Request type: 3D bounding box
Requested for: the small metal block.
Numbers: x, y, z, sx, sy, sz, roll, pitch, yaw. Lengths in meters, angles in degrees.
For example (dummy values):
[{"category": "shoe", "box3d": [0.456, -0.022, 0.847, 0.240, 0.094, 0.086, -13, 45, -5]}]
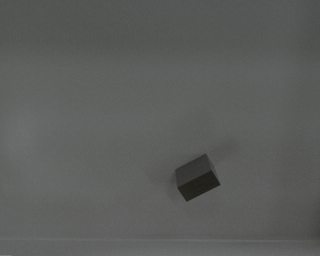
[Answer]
[{"category": "small metal block", "box3d": [0.050, 0.067, 0.423, 0.050, 0.050, 0.025, -29, 108, 10]}]
